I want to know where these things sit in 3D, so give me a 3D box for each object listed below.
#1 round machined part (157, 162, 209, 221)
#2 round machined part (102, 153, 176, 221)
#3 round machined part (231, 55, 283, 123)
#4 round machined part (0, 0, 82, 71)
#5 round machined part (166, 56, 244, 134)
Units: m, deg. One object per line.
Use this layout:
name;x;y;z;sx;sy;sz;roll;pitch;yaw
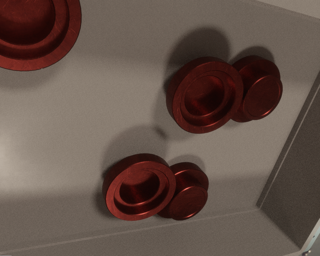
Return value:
round machined part;0.035;0.105;0.484;0.099;0.042;0.097;-14;125;-21
round machined part;-0.031;0.076;0.426;0.099;0.042;0.097;-11;120;-18
round machined part;0.134;-0.050;0.442;0.099;0.042;0.097;-14;125;-21
round machined part;-0.122;-0.102;0.268;0.099;0.042;0.097;-14;125;-21
round machined part;0.053;-0.045;0.397;0.099;0.042;0.097;-11;123;-17
